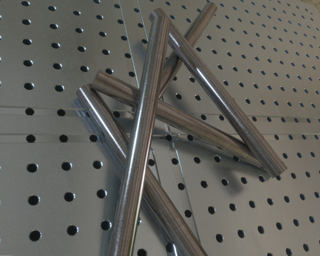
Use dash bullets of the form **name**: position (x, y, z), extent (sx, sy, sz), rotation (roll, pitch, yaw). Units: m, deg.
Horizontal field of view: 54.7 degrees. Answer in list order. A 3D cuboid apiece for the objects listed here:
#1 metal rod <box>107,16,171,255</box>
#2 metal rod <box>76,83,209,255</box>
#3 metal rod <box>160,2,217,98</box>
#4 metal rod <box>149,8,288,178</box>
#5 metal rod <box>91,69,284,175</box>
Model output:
- **metal rod**: position (-0.020, 0.000, 0.355), extent (0.025, 0.025, 0.299), rotation (16, 69, -20)
- **metal rod**: position (-0.010, 0.073, 0.359), extent (0.025, 0.025, 0.299), rotation (-27, 77, -37)
- **metal rod**: position (0.041, -0.134, 0.513), extent (0.025, 0.025, 0.301), rotation (35, 51, -6)
- **metal rod**: position (0.078, -0.058, 0.451), extent (0.025, 0.025, 0.299), rotation (-26, 74, -37)
- **metal rod**: position (0.051, 0.001, 0.421), extent (0.302, 0.025, 0.025), rotation (25, 53, -19)
